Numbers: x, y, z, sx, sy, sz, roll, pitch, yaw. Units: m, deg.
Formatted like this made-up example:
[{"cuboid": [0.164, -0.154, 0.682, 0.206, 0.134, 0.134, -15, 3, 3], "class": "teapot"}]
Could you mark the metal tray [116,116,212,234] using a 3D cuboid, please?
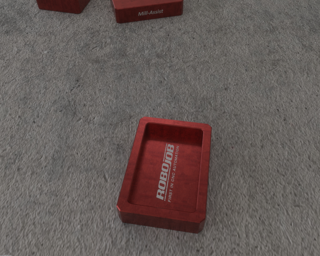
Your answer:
[{"cuboid": [0.010, 0.048, 0.359, 0.090, 0.030, 0.130, 7, 50, 6], "class": "metal tray"}]

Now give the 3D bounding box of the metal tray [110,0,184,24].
[{"cuboid": [-0.029, -0.251, 0.610, 0.131, 0.030, 0.090, -11, 51, -9], "class": "metal tray"}]

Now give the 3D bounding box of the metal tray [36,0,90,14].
[{"cuboid": [-0.186, -0.287, 0.639, 0.090, 0.030, 0.130, 10, 51, 8], "class": "metal tray"}]
